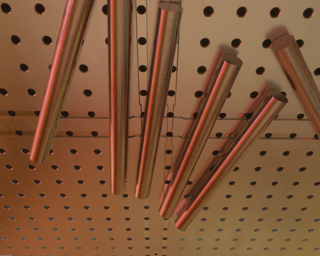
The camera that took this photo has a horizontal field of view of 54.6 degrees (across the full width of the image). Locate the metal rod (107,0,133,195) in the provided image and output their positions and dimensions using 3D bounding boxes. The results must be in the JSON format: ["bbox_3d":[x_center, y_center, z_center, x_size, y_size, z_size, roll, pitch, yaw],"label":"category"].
[{"bbox_3d":[-0.052,-0.017,0.396,0.025,0.025,0.298,4,130,-4],"label":"metal rod"}]

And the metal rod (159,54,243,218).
[{"bbox_3d":[0.046,0.034,0.440,0.025,0.025,0.298,10,129,-9],"label":"metal rod"}]

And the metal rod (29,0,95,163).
[{"bbox_3d":[-0.114,-0.063,0.356,0.025,0.025,0.298,19,128,-15],"label":"metal rod"}]

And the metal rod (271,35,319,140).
[{"bbox_3d":[0.220,0.000,0.413,0.025,0.025,0.300,-29,125,22],"label":"metal rod"}]

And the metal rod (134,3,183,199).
[{"bbox_3d":[-0.009,-0.008,0.404,0.025,0.025,0.298,6,130,-5],"label":"metal rod"}]

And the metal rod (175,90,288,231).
[{"bbox_3d":[0.092,0.067,0.469,0.025,0.025,0.298,16,128,-14],"label":"metal rod"}]
